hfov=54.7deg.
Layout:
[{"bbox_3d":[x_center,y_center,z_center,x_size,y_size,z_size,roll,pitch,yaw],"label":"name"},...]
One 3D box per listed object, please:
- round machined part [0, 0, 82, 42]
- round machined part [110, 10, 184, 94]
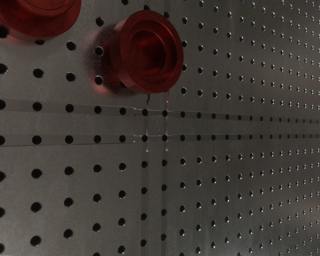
[{"bbox_3d":[-0.121,-0.137,0.298,0.099,0.042,0.097,0,90,-40],"label":"round machined part"},{"bbox_3d":[-0.020,-0.090,0.383,0.099,0.042,0.097,0,90,-40],"label":"round machined part"}]
